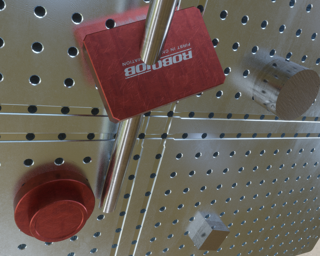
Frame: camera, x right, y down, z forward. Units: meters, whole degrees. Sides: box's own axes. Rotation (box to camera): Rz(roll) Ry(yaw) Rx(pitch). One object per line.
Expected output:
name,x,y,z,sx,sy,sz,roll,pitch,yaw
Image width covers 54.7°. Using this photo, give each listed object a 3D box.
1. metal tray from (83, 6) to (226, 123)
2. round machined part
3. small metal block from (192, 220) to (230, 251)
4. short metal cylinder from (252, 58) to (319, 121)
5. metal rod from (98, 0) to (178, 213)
metal tray,-0.005,-0.068,0.332,0.131,0.030,0.090,-21,90,-16
round machined part,-0.131,0.105,0.394,0.099,0.042,0.097,-14,124,-21
small metal block,0.098,0.206,0.592,0.050,0.025,0.050,19,108,-36
short metal cylinder,0.187,-0.058,0.461,0.081,0.050,0.079,-14,124,-21
metal rod,-0.034,-0.010,0.363,0.025,0.025,0.298,0,126,-29
